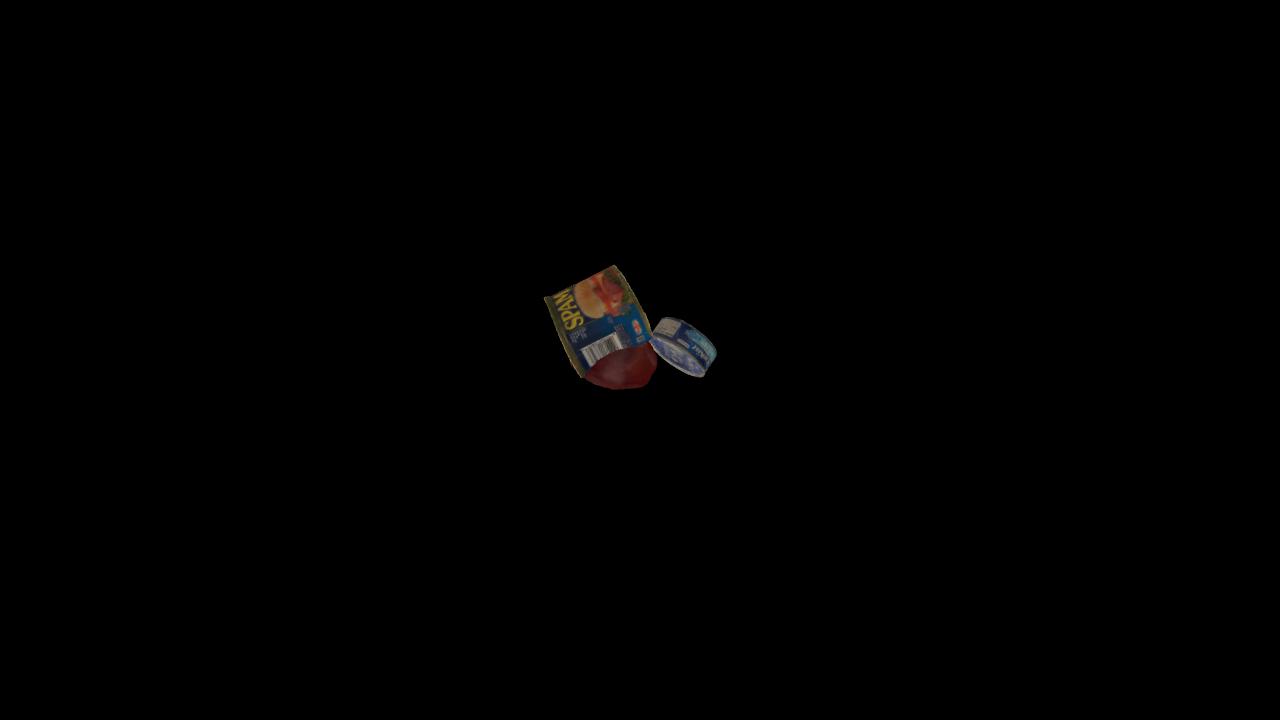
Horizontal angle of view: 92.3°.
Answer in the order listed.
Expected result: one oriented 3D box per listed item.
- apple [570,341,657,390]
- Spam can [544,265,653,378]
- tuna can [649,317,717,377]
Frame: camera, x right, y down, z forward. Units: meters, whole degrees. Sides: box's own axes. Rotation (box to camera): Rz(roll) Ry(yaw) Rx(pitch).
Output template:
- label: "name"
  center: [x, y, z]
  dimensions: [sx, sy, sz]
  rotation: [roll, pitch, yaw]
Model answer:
- label: "apple"
  center: [-0.027, -0.007, 0.640]
  dimensions: [0.093, 0.079, 0.079]
  rotation: [30, -13, -24]
- label: "Spam can"
  center: [-0.042, -0.043, 0.631]
  dimensions: [0.085, 0.058, 0.101]
  rotation: [-26, 42, -2]
- label: "tuna can"
  center: [0.053, -0.016, 0.758]
  dimensions: [0.084, 0.034, 0.084]
  rotation: [33, -13, 9]
